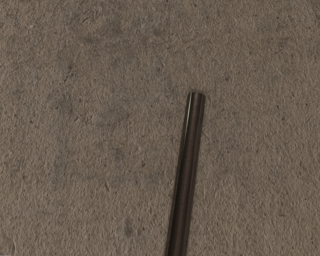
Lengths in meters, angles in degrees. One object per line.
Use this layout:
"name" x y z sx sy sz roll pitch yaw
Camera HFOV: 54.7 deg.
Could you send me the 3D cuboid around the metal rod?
"metal rod" 0.026 0.096 0.373 0.025 0.025 0.299 9 70 3
